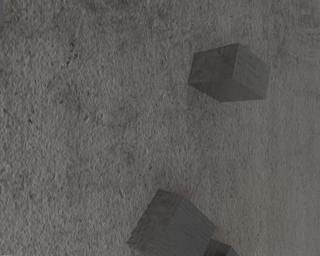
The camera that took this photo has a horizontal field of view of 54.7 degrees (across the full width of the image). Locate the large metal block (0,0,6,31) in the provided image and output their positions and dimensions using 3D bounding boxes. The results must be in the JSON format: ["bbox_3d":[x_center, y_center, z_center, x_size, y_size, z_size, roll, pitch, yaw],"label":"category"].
[{"bbox_3d":[-0.169,-0.095,0.226,0.081,0.080,0.050,-6,94,-40],"label":"large metal block"}]

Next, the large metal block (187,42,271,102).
[{"bbox_3d":[0.101,-0.076,0.453,0.080,0.080,0.050,21,77,-38],"label":"large metal block"}]

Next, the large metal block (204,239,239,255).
[{"bbox_3d":[0.085,0.224,0.460,0.080,0.050,0.080,-52,121,-27],"label":"large metal block"}]

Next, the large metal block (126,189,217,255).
[{"bbox_3d":[0.017,0.139,0.403,0.080,0.050,0.080,48,62,-30],"label":"large metal block"}]
